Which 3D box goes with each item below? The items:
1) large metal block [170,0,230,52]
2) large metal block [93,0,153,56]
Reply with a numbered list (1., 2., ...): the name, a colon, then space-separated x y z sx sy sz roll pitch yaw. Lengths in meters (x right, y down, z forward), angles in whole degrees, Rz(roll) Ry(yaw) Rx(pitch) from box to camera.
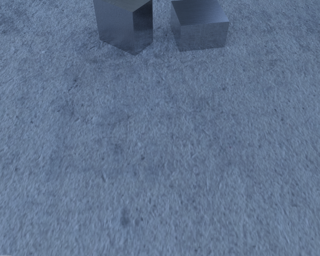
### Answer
1. large metal block: 0.066 -0.181 0.540 0.081 0.050 0.080 -8 51 -7
2. large metal block: -0.059 -0.179 0.518 0.080 0.080 0.050 28 56 21
